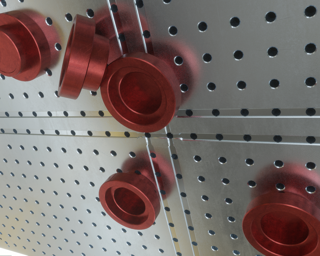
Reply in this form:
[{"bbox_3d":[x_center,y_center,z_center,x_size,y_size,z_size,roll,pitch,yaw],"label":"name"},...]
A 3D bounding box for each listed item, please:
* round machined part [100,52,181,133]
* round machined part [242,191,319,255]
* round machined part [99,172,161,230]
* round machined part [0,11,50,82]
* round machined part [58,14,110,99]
[{"bbox_3d":[-0.020,-0.046,0.379,0.098,0.042,0.097,12,125,19],"label":"round machined part"},{"bbox_3d":[0.157,0.119,0.391,0.098,0.042,0.097,13,124,20],"label":"round machined part"},{"bbox_3d":[-0.044,0.109,0.489,0.098,0.042,0.097,13,124,20],"label":"round machined part"},{"bbox_3d":[-0.209,-0.111,0.439,0.098,0.042,0.097,13,124,20],"label":"round machined part"},{"bbox_3d":[-0.090,-0.081,0.372,0.042,0.098,0.097,12,132,-22],"label":"round machined part"}]
